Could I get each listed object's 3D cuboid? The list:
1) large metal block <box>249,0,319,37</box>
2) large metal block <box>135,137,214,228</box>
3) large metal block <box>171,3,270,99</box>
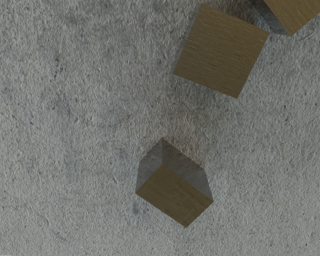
[{"bbox_3d":[0.144,-0.160,0.338,0.080,0.050,0.080,-41,105,13],"label":"large metal block"},{"bbox_3d":[0.017,0.069,0.406,0.080,0.080,0.050,38,106,-13],"label":"large metal block"},{"bbox_3d":[0.066,-0.090,0.363,0.080,0.050,0.079,20,109,-8],"label":"large metal block"}]
